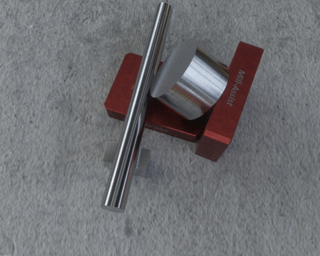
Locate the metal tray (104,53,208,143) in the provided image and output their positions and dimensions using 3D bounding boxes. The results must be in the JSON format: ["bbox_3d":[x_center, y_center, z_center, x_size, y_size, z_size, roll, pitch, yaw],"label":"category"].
[{"bbox_3d":[0.002,-0.042,0.422,0.131,0.030,0.090,17,71,6],"label":"metal tray"}]

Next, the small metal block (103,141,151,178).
[{"bbox_3d":[-0.038,0.040,0.381,0.050,0.050,0.025,12,71,4],"label":"small metal block"}]

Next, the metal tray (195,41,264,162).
[{"bbox_3d":[0.085,-0.030,0.387,0.030,0.090,0.130,22,71,7],"label":"metal tray"}]

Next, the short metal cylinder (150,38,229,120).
[{"bbox_3d":[0.033,-0.056,0.362,0.050,0.080,0.080,33,70,-24],"label":"short metal cylinder"}]

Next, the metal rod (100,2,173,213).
[{"bbox_3d":[-0.021,-0.046,0.385,0.025,0.025,0.300,10,61,3],"label":"metal rod"}]
